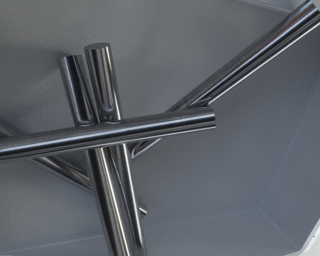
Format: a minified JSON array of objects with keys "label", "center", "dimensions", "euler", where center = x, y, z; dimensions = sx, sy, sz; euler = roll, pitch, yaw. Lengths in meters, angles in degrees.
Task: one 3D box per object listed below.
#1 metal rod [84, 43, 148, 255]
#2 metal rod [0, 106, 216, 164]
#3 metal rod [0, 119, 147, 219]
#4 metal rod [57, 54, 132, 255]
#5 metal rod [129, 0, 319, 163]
[{"label":"metal rod","center":[-0.045,0.052,0.365],"dimensions":[0.025,0.025,0.298],"euler":[-17,121,-19]},{"label":"metal rod","center":[-0.096,0.013,0.305],"dimensions":[0.302,0.025,0.025],"euler":[-9,125,-2]},{"label":"metal rod","center":[-0.116,0.051,0.377],"dimensions":[0.025,0.025,0.300],"euler":[-45,130,3]},{"label":"metal rod","center":[-0.062,0.070,0.345],"dimensions":[0.025,0.025,0.298],"euler":[-16,102,-20]},{"label":"metal rod","center":[0.029,-0.021,0.335],"dimensions":[0.025,0.025,0.299],"euler":[27,128,-38]}]
